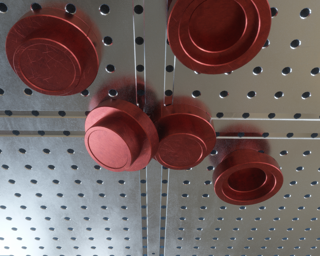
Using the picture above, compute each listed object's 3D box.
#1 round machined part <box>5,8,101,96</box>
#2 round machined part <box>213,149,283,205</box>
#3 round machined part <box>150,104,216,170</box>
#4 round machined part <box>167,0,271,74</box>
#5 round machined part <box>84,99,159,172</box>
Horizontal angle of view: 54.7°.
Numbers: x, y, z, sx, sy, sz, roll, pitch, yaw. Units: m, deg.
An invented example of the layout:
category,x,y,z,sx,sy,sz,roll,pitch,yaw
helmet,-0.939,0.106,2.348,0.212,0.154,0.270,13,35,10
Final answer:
category,x,y,z,sx,sy,sz,roll,pitch,yaw
round machined part,-0.116,-0.074,0.336,0.099,0.042,0.097,-1,130,0
round machined part,0.127,0.069,0.462,0.099,0.042,0.097,-1,130,0
round machined part,0.027,0.019,0.417,0.099,0.042,0.097,-1,130,0
round machined part,0.056,-0.107,0.311,0.099,0.042,0.097,-1,130,0
round machined part,-0.054,0.016,0.388,0.098,0.042,0.097,15,126,21
